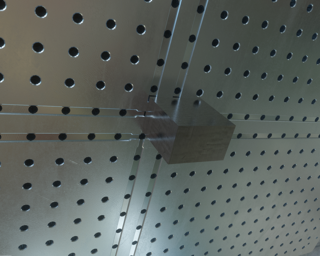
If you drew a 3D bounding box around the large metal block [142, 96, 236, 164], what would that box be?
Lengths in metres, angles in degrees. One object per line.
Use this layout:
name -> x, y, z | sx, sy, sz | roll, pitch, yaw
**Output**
large metal block -> 0.033, 0.000, 0.393 | 0.081, 0.080, 0.050 | -1, 119, -28
